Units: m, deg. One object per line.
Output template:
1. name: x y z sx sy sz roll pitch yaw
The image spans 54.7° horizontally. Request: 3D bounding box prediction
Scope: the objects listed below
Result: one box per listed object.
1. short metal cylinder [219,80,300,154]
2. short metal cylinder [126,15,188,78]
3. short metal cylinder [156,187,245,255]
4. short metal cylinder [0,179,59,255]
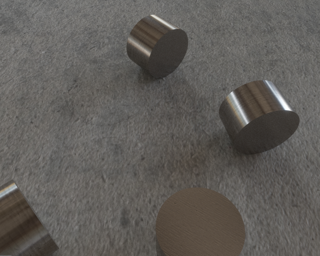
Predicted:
1. short metal cylinder: 0.119 -0.012 0.379 0.081 0.080 0.050 -10 51 -9
2. short metal cylinder: -0.003 -0.123 0.471 0.080 0.080 0.050 -34 58 -26
3. short metal cylinder: 0.036 0.105 0.299 0.081 0.050 0.080 0 50 0
4. short metal cylinder: -0.138 0.095 0.286 0.050 0.080 0.080 -34 58 -25
